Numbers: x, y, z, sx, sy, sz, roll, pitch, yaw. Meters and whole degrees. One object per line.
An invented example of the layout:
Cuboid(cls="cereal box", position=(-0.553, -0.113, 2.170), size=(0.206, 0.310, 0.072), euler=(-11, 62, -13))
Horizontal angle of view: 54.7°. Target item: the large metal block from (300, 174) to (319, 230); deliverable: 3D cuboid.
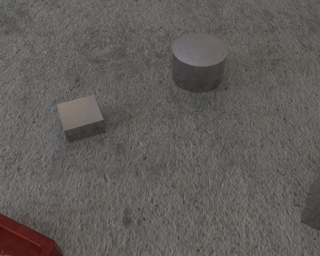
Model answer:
Cuboid(cls="large metal block", position=(0.199, 0.075, 0.306), size=(0.080, 0.080, 0.050), euler=(23, 54, 18))

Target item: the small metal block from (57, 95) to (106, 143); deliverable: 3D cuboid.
Cuboid(cls="small metal block", position=(-0.105, -0.013, 0.413), size=(0.050, 0.025, 0.050), euler=(-17, 52, -14))

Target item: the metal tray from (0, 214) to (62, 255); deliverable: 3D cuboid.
Cuboid(cls="metal tray", position=(-0.163, 0.147, 0.274), size=(0.090, 0.030, 0.130), euler=(19, 53, 15))

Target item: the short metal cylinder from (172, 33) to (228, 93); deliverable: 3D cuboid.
Cuboid(cls="short metal cylinder", position=(0.058, -0.099, 0.471), size=(0.081, 0.050, 0.080), euler=(0, 50, 0))
